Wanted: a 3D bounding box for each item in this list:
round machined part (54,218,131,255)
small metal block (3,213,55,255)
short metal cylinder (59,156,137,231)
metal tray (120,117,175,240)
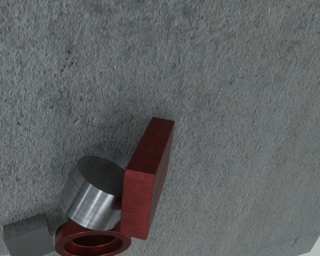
[{"bbox_3d":[-0.090,0.140,0.420,0.099,0.042,0.097,-6,140,-5],"label":"round machined part"},{"bbox_3d":[-0.170,0.145,0.404,0.050,0.025,0.050,-15,125,-20],"label":"small metal block"},{"bbox_3d":[-0.075,0.078,0.380,0.080,0.080,0.050,20,108,-36],"label":"short metal cylinder"},{"bbox_3d":[-0.012,0.054,0.372,0.030,0.130,0.089,11,119,7],"label":"metal tray"}]
